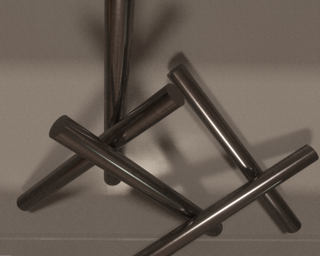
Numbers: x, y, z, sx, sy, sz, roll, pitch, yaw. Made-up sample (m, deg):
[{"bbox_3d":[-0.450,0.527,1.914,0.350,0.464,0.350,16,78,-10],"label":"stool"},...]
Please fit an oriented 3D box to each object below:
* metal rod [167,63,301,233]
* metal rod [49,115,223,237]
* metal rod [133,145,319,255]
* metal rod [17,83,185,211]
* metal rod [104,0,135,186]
[{"bbox_3d":[0.110,0.038,0.427,0.025,0.025,0.300,-36,107,12],"label":"metal rod"},{"bbox_3d":[-0.004,0.076,0.377,0.025,0.025,0.300,-39,130,13],"label":"metal rod"},{"bbox_3d":[0.077,0.111,0.407,0.301,0.025,0.025,-31,108,-5],"label":"metal rod"},{"bbox_3d":[-0.091,0.039,0.371,0.299,0.025,0.025,-34,108,32],"label":"metal rod"},{"bbox_3d":[-0.047,-0.032,0.333,0.025,0.025,0.298,7,135,-3],"label":"metal rod"}]
